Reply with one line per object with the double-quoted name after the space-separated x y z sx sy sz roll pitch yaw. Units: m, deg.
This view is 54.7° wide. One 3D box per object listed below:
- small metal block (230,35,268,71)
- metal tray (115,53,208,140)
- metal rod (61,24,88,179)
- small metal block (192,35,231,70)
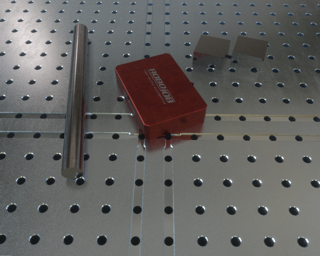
0.148 -0.125 0.515 0.050 0.025 0.050 15 52 12 "small metal block"
-0.002 -0.051 0.447 0.091 0.030 0.130 -18 52 -15 "metal tray"
-0.122 -0.061 0.457 0.025 0.025 0.300 -5 50 -5 "metal rod"
0.086 -0.126 0.515 0.050 0.025 0.050 15 52 12 "small metal block"
